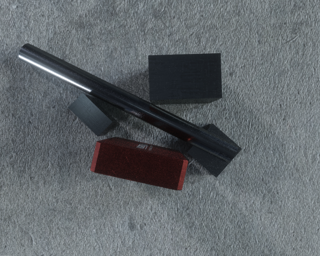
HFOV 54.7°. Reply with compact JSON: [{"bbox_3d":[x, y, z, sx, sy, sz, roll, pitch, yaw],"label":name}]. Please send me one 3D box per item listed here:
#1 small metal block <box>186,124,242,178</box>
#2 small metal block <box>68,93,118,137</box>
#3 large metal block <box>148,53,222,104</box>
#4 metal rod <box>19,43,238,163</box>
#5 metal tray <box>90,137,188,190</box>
[{"bbox_3d":[0.071,0.029,0.413,0.050,0.025,0.050,41,90,-1],"label":"small metal block"},{"bbox_3d":[-0.084,-0.016,0.397,0.050,0.050,0.025,44,90,-1],"label":"small metal block"},{"bbox_3d":[0.028,-0.057,0.383,0.081,0.080,0.050,-2,90,-1],"label":"large metal block"},{"bbox_3d":[-0.043,-0.034,0.397,0.301,0.025,0.025,26,90,5],"label":"metal rod"},{"bbox_3d":[-0.020,0.036,0.359,0.091,0.130,0.030,12,90,0],"label":"metal tray"}]
